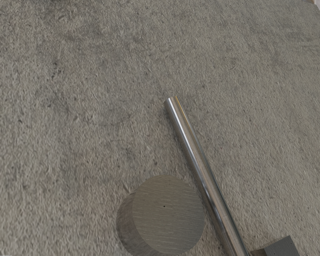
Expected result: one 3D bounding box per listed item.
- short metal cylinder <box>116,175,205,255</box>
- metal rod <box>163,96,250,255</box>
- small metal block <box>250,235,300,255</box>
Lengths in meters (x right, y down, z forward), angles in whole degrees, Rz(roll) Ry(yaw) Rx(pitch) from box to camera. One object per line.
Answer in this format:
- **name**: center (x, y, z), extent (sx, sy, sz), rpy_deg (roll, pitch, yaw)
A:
- **short metal cylinder**: center (0.000, 0.096, 0.330), extent (0.081, 0.050, 0.080), rpy_deg (14, 56, -21)
- **metal rod**: center (0.069, 0.092, 0.386), extent (0.025, 0.025, 0.299), rpy_deg (-9, 66, -32)
- **small metal block**: center (0.148, 0.168, 0.384), extent (0.050, 0.025, 0.050), rpy_deg (-9, 66, -32)
